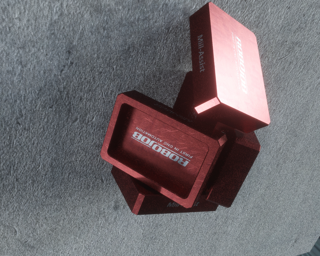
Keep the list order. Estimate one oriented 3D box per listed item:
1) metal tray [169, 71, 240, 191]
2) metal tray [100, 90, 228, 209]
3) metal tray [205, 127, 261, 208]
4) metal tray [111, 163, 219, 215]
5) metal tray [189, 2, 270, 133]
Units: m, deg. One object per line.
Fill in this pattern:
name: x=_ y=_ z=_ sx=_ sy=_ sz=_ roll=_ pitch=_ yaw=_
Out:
metal tray: x=0.046 y=0.004 z=0.395 sx=0.030 sy=0.090 sz=0.129 roll=7 pitch=115 yaw=-32
metal tray: x=0.000 y=0.022 z=0.360 sx=0.030 sy=0.130 sz=0.089 roll=-26 pitch=140 yaw=-62
metal tray: x=0.091 y=0.032 z=0.415 sx=0.030 sy=0.130 sz=0.089 roll=20 pitch=112 yaw=-1
metal tray: x=0.010 y=0.073 z=0.418 sx=0.131 sy=0.090 sz=0.030 roll=7 pitch=115 yaw=-32
metal tray: x=0.078 y=-0.067 z=0.351 sx=0.091 sy=0.130 sz=0.030 roll=19 pitch=149 yaw=-36
